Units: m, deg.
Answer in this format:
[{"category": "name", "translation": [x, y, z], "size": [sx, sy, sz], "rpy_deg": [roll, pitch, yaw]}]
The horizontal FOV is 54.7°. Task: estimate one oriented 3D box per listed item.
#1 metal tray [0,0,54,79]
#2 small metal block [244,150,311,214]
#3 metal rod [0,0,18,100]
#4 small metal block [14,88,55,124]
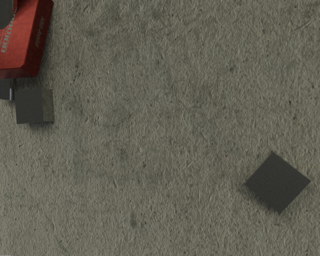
[{"category": "metal tray", "translation": [-0.216, -0.140, 0.463], "size": [0.090, 0.030, 0.129], "rpy_deg": [1, 75, 19]}, {"category": "small metal block", "translation": [0.136, 0.062, 0.361], "size": [0.050, 0.025, 0.050], "rpy_deg": [41, 102, 15]}, {"category": "metal rod", "translation": [-0.222, -0.189, 0.452], "size": [0.025, 0.025, 0.298], "rpy_deg": [14, 107, 19]}, {"category": "small metal block", "translation": [-0.192, -0.033, 0.475], "size": [0.050, 0.025, 0.050], "rpy_deg": [-5, 88, 19]}]
